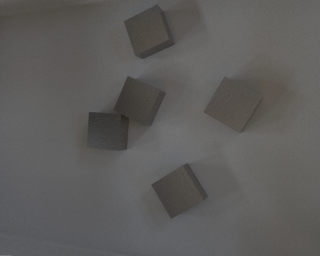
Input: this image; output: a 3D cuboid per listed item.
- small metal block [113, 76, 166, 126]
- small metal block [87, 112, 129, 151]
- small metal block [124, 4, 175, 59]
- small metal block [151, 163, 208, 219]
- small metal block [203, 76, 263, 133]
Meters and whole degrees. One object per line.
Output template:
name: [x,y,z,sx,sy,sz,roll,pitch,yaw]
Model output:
small metal block: [-0.027,-0.036,0.420,0.050,0.025,0.050,27,99,18]
small metal block: [-0.073,0.004,0.436,0.050,0.025,0.050,4,92,20]
small metal block: [-0.014,-0.128,0.415,0.050,0.025,0.050,-20,83,18]
small metal block: [0.026,0.081,0.401,0.050,0.025,0.050,-34,79,16]
small metal block: [0.090,-0.028,0.379,0.050,0.025,0.050,32,100,17]
